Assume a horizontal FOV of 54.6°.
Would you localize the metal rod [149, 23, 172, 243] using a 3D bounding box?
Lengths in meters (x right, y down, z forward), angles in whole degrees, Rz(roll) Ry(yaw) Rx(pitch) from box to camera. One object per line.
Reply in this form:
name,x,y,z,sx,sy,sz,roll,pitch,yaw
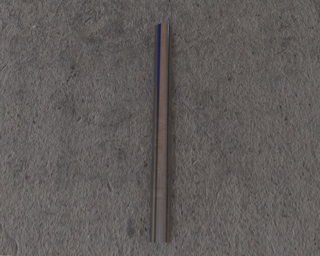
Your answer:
metal rod,0.003,-0.008,0.411,0.025,0.025,0.299,1,70,0
